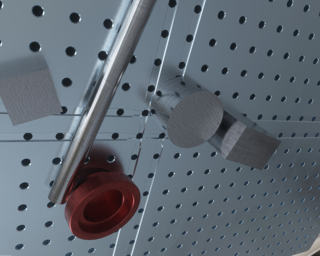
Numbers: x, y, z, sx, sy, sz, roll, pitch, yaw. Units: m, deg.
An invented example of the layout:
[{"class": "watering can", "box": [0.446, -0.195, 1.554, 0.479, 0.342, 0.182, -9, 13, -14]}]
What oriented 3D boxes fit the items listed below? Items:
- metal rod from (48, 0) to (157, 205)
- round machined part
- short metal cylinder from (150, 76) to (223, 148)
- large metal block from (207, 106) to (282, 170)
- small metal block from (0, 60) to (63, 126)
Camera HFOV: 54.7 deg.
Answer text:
[{"class": "metal rod", "box": [-0.065, -0.037, 0.353, 0.025, 0.025, 0.298, 15, 110, -35]}, {"class": "round machined part", "box": [-0.079, 0.098, 0.413, 0.099, 0.042, 0.097, -21, 131, -26]}, {"class": "short metal cylinder", "box": [0.034, -0.021, 0.403, 0.081, 0.050, 0.079, -14, 125, -21]}, {"class": "large metal block", "box": [0.110, 0.010, 0.444, 0.081, 0.080, 0.050, 18, 109, -36]}, {"class": "small metal block", "box": [-0.133, -0.036, 0.317, 0.050, 0.025, 0.050, -19, 126, -18]}]
